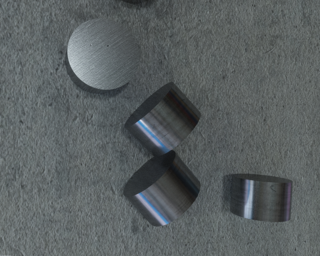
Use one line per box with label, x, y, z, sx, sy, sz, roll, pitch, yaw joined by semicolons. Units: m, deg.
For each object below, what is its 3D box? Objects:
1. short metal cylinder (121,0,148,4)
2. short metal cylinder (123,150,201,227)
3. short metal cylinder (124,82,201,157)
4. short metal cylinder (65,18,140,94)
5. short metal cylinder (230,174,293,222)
short metal cylinder;-0.030;-0.204;0.384;0.081;0.050;0.080;0;90;-20
short metal cylinder;0.002;0.072;0.381;0.080;0.080;0.050;-43;104;-15
short metal cylinder;0.003;-0.011;0.381;0.050;0.080;0.080;47;76;-14
short metal cylinder;-0.070;-0.083;0.370;0.081;0.050;0.080;0;90;-20
short metal cylinder;0.140;0.094;0.431;0.081;0.080;0.050;4;89;-20
